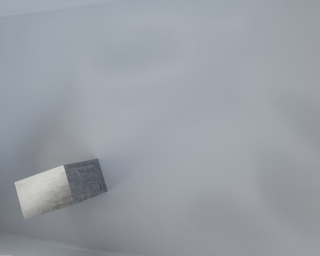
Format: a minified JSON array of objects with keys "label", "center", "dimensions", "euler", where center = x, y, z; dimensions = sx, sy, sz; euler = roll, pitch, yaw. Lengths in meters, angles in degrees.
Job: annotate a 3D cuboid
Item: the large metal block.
[{"label":"large metal block","center":[-0.133,0.081,0.427],"dimensions":[0.080,0.080,0.050],"euler":[-20,84,18]}]
